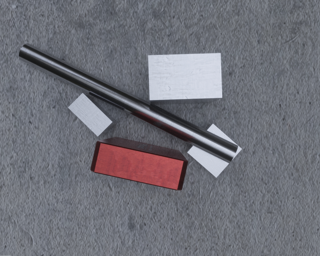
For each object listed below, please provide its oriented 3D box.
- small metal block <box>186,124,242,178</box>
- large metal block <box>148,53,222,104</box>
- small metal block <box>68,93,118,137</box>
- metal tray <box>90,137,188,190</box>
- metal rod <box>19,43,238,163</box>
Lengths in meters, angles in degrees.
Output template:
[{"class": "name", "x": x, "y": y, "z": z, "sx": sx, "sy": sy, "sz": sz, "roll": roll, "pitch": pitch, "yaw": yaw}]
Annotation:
[{"class": "small metal block", "x": 0.071, "y": 0.029, "z": 0.413, "sx": 0.050, "sy": 0.025, "sz": 0.050, "roll": 41, "pitch": 90, "yaw": -1}, {"class": "large metal block", "x": 0.028, "y": -0.057, "z": 0.383, "sx": 0.081, "sy": 0.080, "sz": 0.050, "roll": -2, "pitch": 90, "yaw": -1}, {"class": "small metal block", "x": -0.084, "y": -0.016, "z": 0.397, "sx": 0.050, "sy": 0.050, "sz": 0.025, "roll": 44, "pitch": 90, "yaw": -1}, {"class": "metal tray", "x": -0.020, "y": 0.036, "z": 0.359, "sx": 0.091, "sy": 0.130, "sz": 0.030, "roll": 12, "pitch": 90, "yaw": 0}, {"class": "metal rod", "x": -0.043, "y": -0.034, "z": 0.397, "sx": 0.301, "sy": 0.025, "sz": 0.025, "roll": 26, "pitch": 90, "yaw": 5}]
